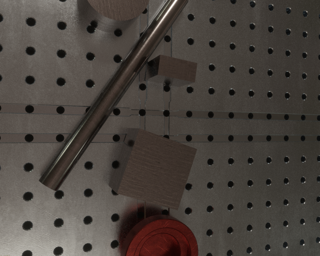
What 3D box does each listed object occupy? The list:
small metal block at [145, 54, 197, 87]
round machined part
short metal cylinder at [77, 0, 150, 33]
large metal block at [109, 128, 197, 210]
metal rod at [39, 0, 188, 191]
[{"bbox_3d":[0.014,-0.073,0.405,0.050,0.050,0.025,8,88,-20],"label":"small metal block"},{"bbox_3d":[-0.003,0.162,0.404,0.099,0.042,0.097,0,90,-21],"label":"round machined part"},{"bbox_3d":[-0.057,-0.163,0.378,0.081,0.050,0.079,0,90,-21],"label":"short metal cylinder"},{"bbox_3d":[-0.010,0.051,0.397,0.080,0.050,0.080,21,83,-19],"label":"large metal block"},{"bbox_3d":[-0.052,-0.056,0.394,0.025,0.025,0.300,36,78,-17],"label":"metal rod"}]
